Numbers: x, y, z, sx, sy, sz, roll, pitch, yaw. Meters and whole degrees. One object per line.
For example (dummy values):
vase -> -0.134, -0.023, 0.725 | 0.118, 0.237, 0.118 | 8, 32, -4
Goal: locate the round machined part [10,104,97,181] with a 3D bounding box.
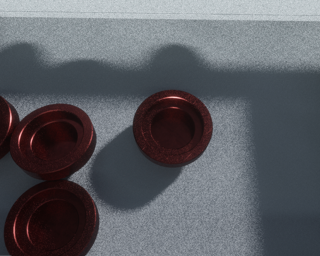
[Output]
round machined part -> -0.127, 0.020, 0.384 | 0.099, 0.042, 0.098 | -1, 56, 2

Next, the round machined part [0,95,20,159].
round machined part -> -0.225, 0.005, 0.393 | 0.099, 0.042, 0.098 | -2, 67, 6

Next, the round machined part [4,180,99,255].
round machined part -> -0.118, 0.112, 0.352 | 0.099, 0.042, 0.098 | 0, 59, 1

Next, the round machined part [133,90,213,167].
round machined part -> 0.016, 0.003, 0.399 | 0.099, 0.042, 0.098 | 0, 70, 0
